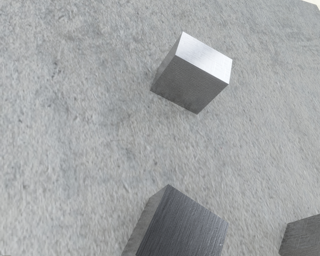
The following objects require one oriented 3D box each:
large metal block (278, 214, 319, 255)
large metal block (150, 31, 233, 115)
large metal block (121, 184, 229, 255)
[{"bbox_3d":[0.215,0.157,0.391,0.080,0.080,0.050,41,51,-1],"label":"large metal block"},{"bbox_3d":[0.043,-0.075,0.439,0.080,0.080,0.050,26,53,-13],"label":"large metal block"},{"bbox_3d":[0.016,0.120,0.325,0.080,0.050,0.080,34,51,-6],"label":"large metal block"}]
